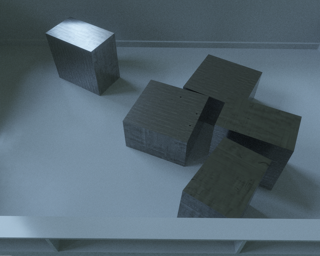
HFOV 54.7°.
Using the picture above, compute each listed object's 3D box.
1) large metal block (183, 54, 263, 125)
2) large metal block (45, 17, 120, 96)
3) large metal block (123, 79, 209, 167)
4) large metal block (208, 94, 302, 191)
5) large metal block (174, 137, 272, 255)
[{"bbox_3d":[0.085,-0.049,0.431,0.080,0.050,0.080,24,54,18],"label":"large metal block"},{"bbox_3d":[-0.110,-0.105,0.456,0.080,0.080,0.050,25,54,19],"label":"large metal block"},{"bbox_3d":[0.009,-0.008,0.396,0.080,0.050,0.080,18,52,14],"label":"large metal block"},{"bbox_3d":[0.104,0.018,0.356,0.080,0.080,0.050,20,53,15],"label":"large metal block"},{"bbox_3d":[0.060,0.070,0.306,0.050,0.079,0.080,28,49,21],"label":"large metal block"}]
